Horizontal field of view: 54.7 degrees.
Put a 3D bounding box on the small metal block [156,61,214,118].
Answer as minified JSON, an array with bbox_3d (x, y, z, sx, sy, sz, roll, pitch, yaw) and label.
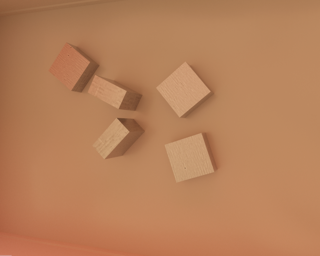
[{"bbox_3d":[0.032,-0.048,0.398,0.050,0.025,0.050,-41,78,15],"label":"small metal block"}]

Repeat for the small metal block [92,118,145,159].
[{"bbox_3d":[-0.054,0.014,0.415,0.025,0.050,0.050,46,104,14],"label":"small metal block"}]

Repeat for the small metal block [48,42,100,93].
[{"bbox_3d":[-0.126,-0.088,0.453,0.050,0.025,0.050,40,102,15],"label":"small metal block"}]

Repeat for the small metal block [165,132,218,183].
[{"bbox_3d":[0.040,0.037,0.396,0.050,0.025,0.050,-19,84,18],"label":"small metal block"}]

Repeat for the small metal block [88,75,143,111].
[{"bbox_3d":[-0.059,-0.046,0.417,0.050,0.050,0.025,28,99,17],"label":"small metal block"}]
